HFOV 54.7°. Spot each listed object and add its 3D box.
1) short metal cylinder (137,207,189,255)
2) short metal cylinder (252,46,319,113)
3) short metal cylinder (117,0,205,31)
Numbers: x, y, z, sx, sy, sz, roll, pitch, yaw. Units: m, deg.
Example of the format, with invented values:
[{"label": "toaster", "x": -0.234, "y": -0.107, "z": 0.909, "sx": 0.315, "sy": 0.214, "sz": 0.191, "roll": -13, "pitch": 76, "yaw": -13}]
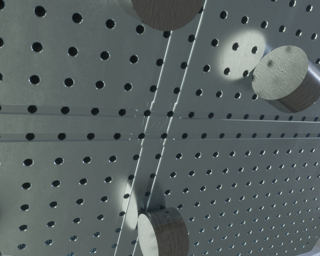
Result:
[{"label": "short metal cylinder", "x": 0.003, "y": 0.168, "z": 0.481, "sx": 0.050, "sy": 0.080, "sz": 0.079, "roll": -7, "pitch": 122, "yaw": -25}, {"label": "short metal cylinder", "x": 0.177, "y": -0.067, "z": 0.431, "sx": 0.050, "sy": 0.080, "sz": 0.080, "roll": 25, "pitch": 105, "yaw": -37}, {"label": "short metal cylinder", "x": 0.000, "y": -0.142, "z": 0.307, "sx": 0.081, "sy": 0.050, "sz": 0.079, "roll": -14, "pitch": 124, "yaw": -21}]
